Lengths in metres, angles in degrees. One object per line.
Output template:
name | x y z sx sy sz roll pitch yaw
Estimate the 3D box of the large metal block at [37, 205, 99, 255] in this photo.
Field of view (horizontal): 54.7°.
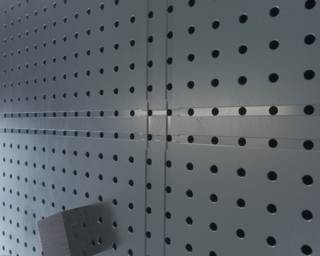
large metal block | -0.157 0.184 0.523 0.080 0.050 0.080 -27 73 36
